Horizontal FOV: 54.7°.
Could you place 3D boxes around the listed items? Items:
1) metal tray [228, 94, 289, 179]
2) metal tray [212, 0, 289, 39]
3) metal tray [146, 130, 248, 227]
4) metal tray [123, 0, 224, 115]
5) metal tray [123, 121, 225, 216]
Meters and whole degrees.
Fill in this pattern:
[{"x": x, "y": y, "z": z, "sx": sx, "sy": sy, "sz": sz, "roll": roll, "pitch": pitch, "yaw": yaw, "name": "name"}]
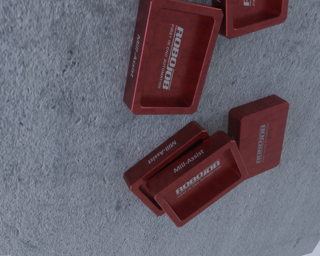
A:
[{"x": 0.155, "y": 0.019, "z": 0.500, "sx": 0.091, "sy": 0.030, "sz": 0.129, "roll": -19, "pitch": 126, "yaw": -18, "name": "metal tray"}, {"x": 0.104, "y": -0.177, "z": 0.350, "sx": 0.091, "sy": 0.030, "sz": 0.129, "roll": -21, "pitch": 127, "yaw": -16, "name": "metal tray"}, {"x": 0.056, "y": 0.074, "z": 0.439, "sx": 0.130, "sy": 0.030, "sz": 0.090, "roll": -35, "pitch": 129, "yaw": -5, "name": "metal tray"}, {"x": 0.013, "y": -0.080, "z": 0.361, "sx": 0.091, "sy": 0.030, "sz": 0.129, "roll": -2, "pitch": 119, "yaw": -28, "name": "metal tray"}, {"x": 0.024, "y": 0.061, "z": 0.454, "sx": 0.130, "sy": 0.030, "sz": 0.090, "roll": -38, "pitch": 129, "yaw": -3, "name": "metal tray"}]
